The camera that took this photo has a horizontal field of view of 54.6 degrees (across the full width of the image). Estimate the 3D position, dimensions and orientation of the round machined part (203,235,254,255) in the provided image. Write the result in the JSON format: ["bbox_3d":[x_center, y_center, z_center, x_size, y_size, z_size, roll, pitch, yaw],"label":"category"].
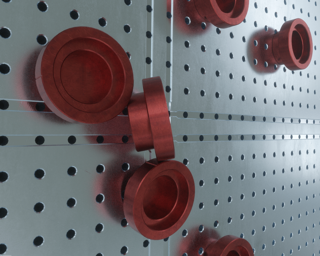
[{"bbox_3d":[0.101,0.216,0.482,0.099,0.042,0.097,0,90,-40],"label":"round machined part"}]

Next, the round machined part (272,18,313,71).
[{"bbox_3d":[0.259,-0.162,0.612,0.099,0.042,0.097,0,90,-40],"label":"round machined part"}]

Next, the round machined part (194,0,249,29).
[{"bbox_3d":[0.089,-0.200,0.471,0.099,0.042,0.097,0,90,-40],"label":"round machined part"}]

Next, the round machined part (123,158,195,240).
[{"bbox_3d":[-0.005,0.084,0.388,0.099,0.042,0.097,-7,102,-39],"label":"round machined part"}]

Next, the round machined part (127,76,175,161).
[{"bbox_3d":[-0.012,-0.009,0.363,0.042,0.098,0.097,-11,99,-1],"label":"round machined part"}]

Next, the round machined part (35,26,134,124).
[{"bbox_3d":[-0.081,-0.052,0.327,0.099,0.042,0.098,2,87,-36],"label":"round machined part"}]
